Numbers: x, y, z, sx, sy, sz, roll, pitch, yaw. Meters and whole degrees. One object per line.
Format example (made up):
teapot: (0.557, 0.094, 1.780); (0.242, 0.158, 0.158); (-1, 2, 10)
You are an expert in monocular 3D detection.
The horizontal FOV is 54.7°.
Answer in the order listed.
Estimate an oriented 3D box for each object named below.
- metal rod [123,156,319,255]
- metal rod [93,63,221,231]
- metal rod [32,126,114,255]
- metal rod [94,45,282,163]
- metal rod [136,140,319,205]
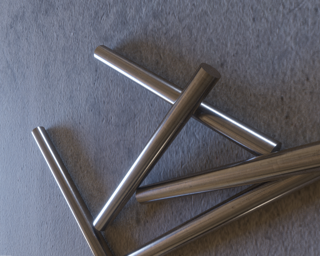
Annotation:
metal rod: (0.051, 0.112, 0.361); (0.299, 0.025, 0.025); (-40, 66, 32)
metal rod: (-0.019, 0.044, 0.398); (0.025, 0.025, 0.298); (53, 127, 26)
metal rod: (-0.151, 0.111, 0.526); (0.300, 0.025, 0.025); (52, 120, 27)
metal rod: (0.012, -0.045, 0.393); (0.300, 0.025, 0.025); (34, 111, 34)
metal rod: (0.076, 0.049, 0.319); (0.299, 0.025, 0.025); (-24, 75, 44)
